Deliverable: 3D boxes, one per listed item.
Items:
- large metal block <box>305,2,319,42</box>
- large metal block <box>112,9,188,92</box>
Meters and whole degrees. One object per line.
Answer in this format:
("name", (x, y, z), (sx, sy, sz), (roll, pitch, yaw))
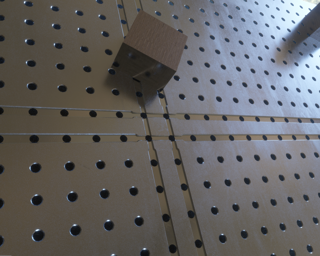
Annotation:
("large metal block", (0.409, -0.267, 0.754), (0.050, 0.080, 0.080), (21, 54, -16))
("large metal block", (-0.013, -0.113, 0.453), (0.080, 0.050, 0.080), (27, 53, -12))
